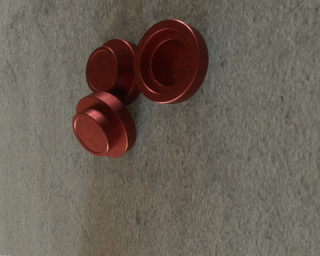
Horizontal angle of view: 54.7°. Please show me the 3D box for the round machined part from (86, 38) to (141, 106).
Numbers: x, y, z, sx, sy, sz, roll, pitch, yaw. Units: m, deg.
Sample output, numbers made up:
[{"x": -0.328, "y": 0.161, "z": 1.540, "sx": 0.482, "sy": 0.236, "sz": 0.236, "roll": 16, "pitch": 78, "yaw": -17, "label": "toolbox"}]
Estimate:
[{"x": -0.070, "y": -0.081, "z": 0.449, "sx": 0.098, "sy": 0.042, "sz": 0.097, "roll": 0, "pitch": 90, "yaw": 39, "label": "round machined part"}]

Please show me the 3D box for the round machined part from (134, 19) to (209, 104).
[{"x": 0.017, "y": -0.078, "z": 0.378, "sx": 0.098, "sy": 0.042, "sz": 0.097, "roll": 0, "pitch": 90, "yaw": 39, "label": "round machined part"}]

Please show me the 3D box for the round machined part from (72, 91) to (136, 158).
[{"x": -0.084, "y": 0.001, "z": 0.436, "sx": 0.098, "sy": 0.042, "sz": 0.097, "roll": 21, "pitch": 129, "yaw": 28, "label": "round machined part"}]
